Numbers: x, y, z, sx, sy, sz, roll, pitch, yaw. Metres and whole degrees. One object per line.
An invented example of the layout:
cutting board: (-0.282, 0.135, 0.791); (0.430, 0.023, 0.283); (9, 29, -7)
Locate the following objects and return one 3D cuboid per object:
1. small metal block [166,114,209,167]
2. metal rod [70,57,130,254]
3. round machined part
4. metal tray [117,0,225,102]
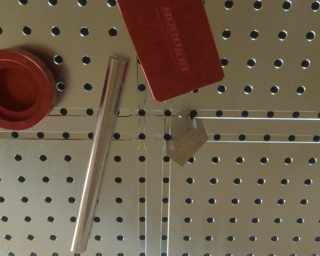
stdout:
small metal block: (0.034, 0.015, 0.406); (0.025, 0.050, 0.050); (38, 105, -13)
metal rod: (-0.088, 0.050, 0.430); (0.025, 0.025, 0.298); (14, 109, -6)
round machined part: (-0.177, -0.049, 0.384); (0.099, 0.042, 0.097); (0, 110, -1)
metal tray: (0.015, -0.106, 0.372); (0.090, 0.030, 0.129); (-19, 109, 6)
